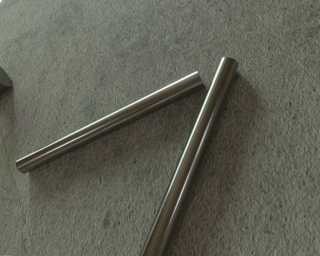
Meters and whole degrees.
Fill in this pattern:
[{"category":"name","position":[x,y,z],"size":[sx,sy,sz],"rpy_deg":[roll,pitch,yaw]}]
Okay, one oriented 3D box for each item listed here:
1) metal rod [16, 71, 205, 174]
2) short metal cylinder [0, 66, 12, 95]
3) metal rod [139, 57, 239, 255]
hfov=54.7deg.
[{"category":"metal rod","position":[-0.078,-0.003,0.445],"size":[0.301,0.025,0.025],"rpy_deg":[-25,53,12]},{"category":"short metal cylinder","position":[-0.339,-0.097,0.602],"size":[0.050,0.080,0.080],"rpy_deg":[-38,51,3]},{"category":"metal rod","position":[0.033,0.044,0.358],"size":[0.025,0.025,0.300],"rpy_deg":[12,67,32]}]
